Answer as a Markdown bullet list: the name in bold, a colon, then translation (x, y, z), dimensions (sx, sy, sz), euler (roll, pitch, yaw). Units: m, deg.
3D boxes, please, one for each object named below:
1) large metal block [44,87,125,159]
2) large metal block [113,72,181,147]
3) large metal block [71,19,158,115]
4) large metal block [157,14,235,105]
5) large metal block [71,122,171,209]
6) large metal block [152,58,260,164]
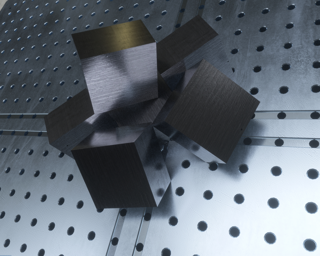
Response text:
- **large metal block**: translation (-0.095, 0.000, 0.423), dimensions (0.080, 0.080, 0.050), euler (-33, 52, 6)
- **large metal block**: translation (-0.014, -0.021, 0.415), dimensions (0.080, 0.050, 0.080), euler (-34, 51, 6)
- **large metal block**: translation (-0.050, -0.070, 0.362), dimensions (0.081, 0.080, 0.050), euler (-17, 51, -13)
- **large metal block**: translation (0.041, -0.083, 0.403), dimensions (0.080, 0.080, 0.050), euler (-34, 52, 6)
- **large metal block**: translation (-0.042, 0.045, 0.360), dimensions (0.080, 0.080, 0.050), euler (-8, 22, 24)
- **large metal block**: translation (0.050, -0.016, 0.348), dimensions (0.080, 0.080, 0.050), euler (-58, 12, -13)
